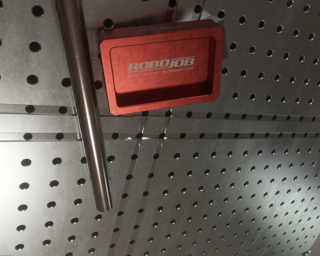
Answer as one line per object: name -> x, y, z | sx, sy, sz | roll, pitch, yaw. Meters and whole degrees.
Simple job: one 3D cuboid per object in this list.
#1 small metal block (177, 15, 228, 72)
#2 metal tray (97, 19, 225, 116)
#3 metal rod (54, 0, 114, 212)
small metal block -> 0.053, -0.102, 0.379 | 0.050, 0.025, 0.050 | -27, 128, -12
metal tray -> 0.002, -0.067, 0.347 | 0.131, 0.030, 0.089 | -9, 126, -9
metal rod -> -0.083, -0.016, 0.356 | 0.025, 0.025, 0.298 | -16, 125, -20
